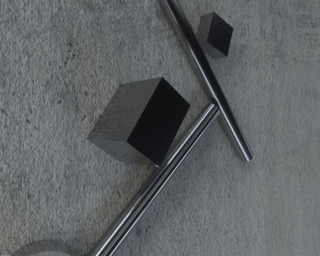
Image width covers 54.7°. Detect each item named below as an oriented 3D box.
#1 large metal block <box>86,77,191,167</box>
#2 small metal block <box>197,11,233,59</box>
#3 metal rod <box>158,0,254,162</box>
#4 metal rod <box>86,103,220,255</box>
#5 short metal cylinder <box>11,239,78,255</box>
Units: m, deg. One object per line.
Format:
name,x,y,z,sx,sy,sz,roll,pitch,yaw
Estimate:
large metal block,-0.025,-0.007,0.350,0.050,0.080,0.080,42,65,-33
small metal block,0.084,-0.141,0.477,0.050,0.025,0.050,23,76,-38
metal rod,0.077,-0.066,0.471,0.025,0.025,0.299,-47,118,-30
metal rod,-0.006,0.072,0.402,0.301,0.025,0.025,-49,120,-29
short metal cylinder,-0.108,0.149,0.285,0.081,0.050,0.080,3,81,-23
